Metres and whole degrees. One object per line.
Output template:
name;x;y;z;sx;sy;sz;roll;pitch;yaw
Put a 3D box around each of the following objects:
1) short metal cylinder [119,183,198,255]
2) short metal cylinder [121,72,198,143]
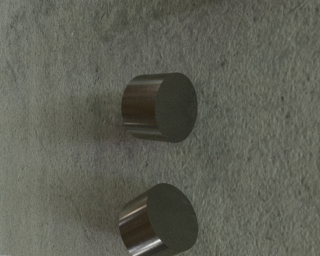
short metal cylinder;-0.001;0.113;0.368;0.050;0.081;0.080;-38;67;33
short metal cylinder;0.001;-0.024;0.366;0.050;0.081;0.079;4;93;39
